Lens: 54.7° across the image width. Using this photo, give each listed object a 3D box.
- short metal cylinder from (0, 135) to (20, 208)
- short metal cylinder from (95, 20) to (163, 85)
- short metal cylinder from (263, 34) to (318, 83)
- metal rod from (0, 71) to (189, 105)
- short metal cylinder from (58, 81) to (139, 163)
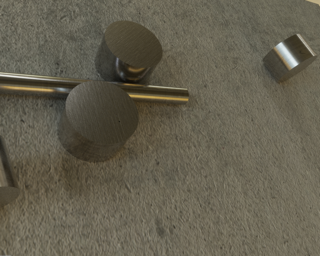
[{"bbox_3d":[-0.164,0.043,0.254,0.081,0.080,0.050,-13,69,-34],"label":"short metal cylinder"},{"bbox_3d":[-0.043,-0.099,0.425,0.081,0.050,0.080,14,56,-21],"label":"short metal cylinder"},{"bbox_3d":[0.241,-0.128,0.576,0.081,0.080,0.050,-20,73,-36],"label":"short metal cylinder"},{"bbox_3d":[-0.099,-0.048,0.379,0.303,0.025,0.025,1,61,-28],"label":"metal rod"},{"bbox_3d":[-0.071,-0.007,0.354,0.081,0.050,0.080,14,56,-21],"label":"short metal cylinder"}]
